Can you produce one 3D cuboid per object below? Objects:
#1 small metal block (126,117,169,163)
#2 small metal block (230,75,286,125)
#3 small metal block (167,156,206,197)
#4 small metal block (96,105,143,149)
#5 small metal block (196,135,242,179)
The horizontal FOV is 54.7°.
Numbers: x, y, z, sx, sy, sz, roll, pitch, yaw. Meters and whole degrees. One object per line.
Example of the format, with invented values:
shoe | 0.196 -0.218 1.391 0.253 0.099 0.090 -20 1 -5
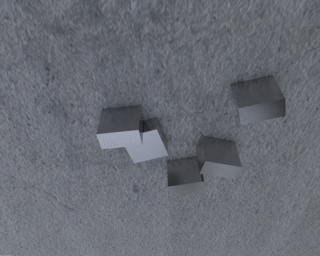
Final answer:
small metal block | -0.020 0.017 0.422 0.050 0.025 0.050 -14 129 11
small metal block | 0.114 -0.034 0.364 0.050 0.050 0.025 -11 129 9
small metal block | 0.038 0.070 0.451 0.050 0.050 0.025 -10 130 8
small metal block | -0.048 -0.002 0.389 0.050 0.050 0.025 -6 130 4
small metal block | 0.080 0.040 0.426 0.050 0.050 0.025 10 129 -9
